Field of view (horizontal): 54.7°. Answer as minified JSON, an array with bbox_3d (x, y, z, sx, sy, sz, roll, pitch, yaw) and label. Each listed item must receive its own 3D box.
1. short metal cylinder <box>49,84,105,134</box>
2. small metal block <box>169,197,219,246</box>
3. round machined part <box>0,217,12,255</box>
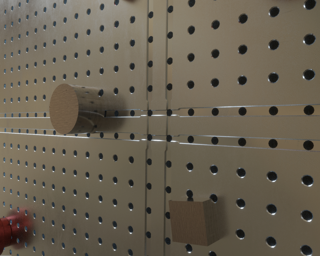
[{"bbox_3d":[-0.136,-0.030,0.506,0.080,0.050,0.080,0,90,40],"label":"short metal cylinder"},{"bbox_3d":[0.040,0.112,0.376,0.050,0.025,0.050,-9,84,39],"label":"small metal block"},{"bbox_3d":[-0.377,0.244,0.710,0.098,0.042,0.097,0,90,40],"label":"round machined part"}]
